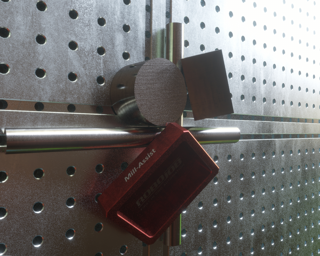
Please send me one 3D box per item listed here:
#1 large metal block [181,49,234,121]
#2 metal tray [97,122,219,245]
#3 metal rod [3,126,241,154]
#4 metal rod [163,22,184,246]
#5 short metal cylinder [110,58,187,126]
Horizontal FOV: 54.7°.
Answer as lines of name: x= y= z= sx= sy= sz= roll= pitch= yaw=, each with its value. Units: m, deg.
large metal block: x=0.065 y=-0.061 z=0.421 sx=0.080 sy=0.050 sz=0.080 roll=-58 pitch=136 yaw=-73
metal tray: x=0.002 y=0.068 z=0.374 sx=0.130 sy=0.030 sz=0.090 roll=-46 pitch=126 yaw=-7
metal rod: x=-0.018 y=0.011 z=0.372 sx=0.303 sy=0.025 sz=0.025 roll=-1 pitch=91 yaw=-33
metal rod: x=0.019 y=0.008 z=0.425 sx=0.025 sy=0.025 sz=0.298 roll=1 pitch=90 yaw=-40
short metal cylinder: x=-0.013 y=-0.042 z=0.381 sx=0.081 sy=0.050 sz=0.079 roll=0 pitch=90 yaw=-40
